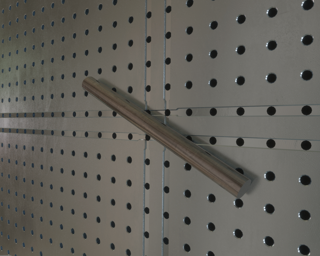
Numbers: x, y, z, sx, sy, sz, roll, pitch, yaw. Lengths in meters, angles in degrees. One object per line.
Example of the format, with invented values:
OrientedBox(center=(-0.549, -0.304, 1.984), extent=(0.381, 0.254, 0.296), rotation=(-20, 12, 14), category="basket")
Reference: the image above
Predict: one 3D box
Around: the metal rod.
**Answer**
OrientedBox(center=(-0.012, -0.003, 0.418), extent=(0.300, 0.025, 0.025), rotation=(34, 111, 34), category="metal rod")
